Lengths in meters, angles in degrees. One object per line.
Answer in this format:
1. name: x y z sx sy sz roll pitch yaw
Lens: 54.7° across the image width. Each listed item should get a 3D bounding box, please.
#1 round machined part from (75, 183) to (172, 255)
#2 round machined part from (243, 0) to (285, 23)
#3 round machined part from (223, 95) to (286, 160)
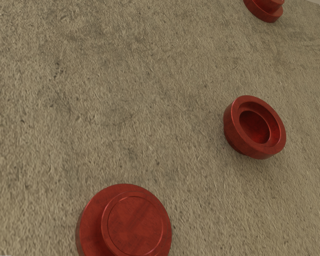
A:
1. round machined part: -0.031 0.102 0.313 0.099 0.042 0.098 14 56 -21
2. round machined part: 0.239 -0.288 0.697 0.099 0.042 0.098 14 56 -21
3. round machined part: 0.136 0.003 0.464 0.099 0.042 0.098 14 56 -21
